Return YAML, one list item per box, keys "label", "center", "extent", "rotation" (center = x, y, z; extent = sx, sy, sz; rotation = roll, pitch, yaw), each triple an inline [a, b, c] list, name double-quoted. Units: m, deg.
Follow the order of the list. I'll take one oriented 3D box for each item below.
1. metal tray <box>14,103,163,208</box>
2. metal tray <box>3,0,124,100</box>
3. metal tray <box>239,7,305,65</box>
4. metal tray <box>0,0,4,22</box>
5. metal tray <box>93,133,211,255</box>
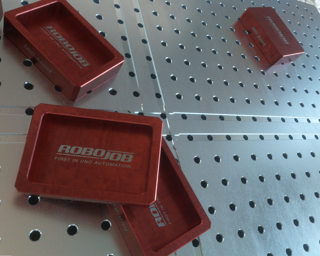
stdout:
- label: "metal tray"
  center: [-0.066, 0.028, 0.315]
  extent: [0.131, 0.030, 0.090]
  rotation: [7, 69, -4]
- label: "metal tray"
  center: [-0.123, -0.108, 0.405]
  extent: [0.130, 0.030, 0.090]
  rotation: [45, 51, 2]
- label: "metal tray"
  center: [0.237, -0.198, 0.657]
  extent: [0.091, 0.030, 0.130]
  rotation: [-17, 71, -35]
- label: "metal tray"
  center: [-0.237, -0.106, 0.334]
  extent: [0.091, 0.030, 0.130]
  rotation: [11, 57, -13]
- label: "metal tray"
  center: [-0.011, 0.076, 0.353]
  extent: [0.091, 0.030, 0.130]
  rotation: [-19, 72, -35]
